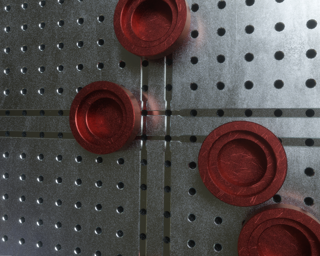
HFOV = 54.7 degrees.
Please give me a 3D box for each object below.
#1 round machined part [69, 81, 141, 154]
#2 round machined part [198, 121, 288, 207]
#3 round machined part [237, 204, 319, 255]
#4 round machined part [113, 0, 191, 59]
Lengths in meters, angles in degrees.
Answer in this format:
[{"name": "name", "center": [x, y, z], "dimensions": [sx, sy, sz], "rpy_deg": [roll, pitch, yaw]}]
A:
[{"name": "round machined part", "center": [-0.071, -0.014, 0.428], "dimensions": [0.098, 0.042, 0.097], "rpy_deg": [0, 90, 19]}, {"name": "round machined part", "center": [0.098, 0.040, 0.369], "dimensions": [0.098, 0.042, 0.097], "rpy_deg": [0, 90, 19]}, {"name": "round machined part", "center": [0.141, 0.135, 0.354], "dimensions": [0.098, 0.042, 0.097], "rpy_deg": [0, 90, 19]}, {"name": "round machined part", "center": [-0.007, -0.138, 0.405], "dimensions": [0.098, 0.042, 0.097], "rpy_deg": [0, 90, 19]}]
